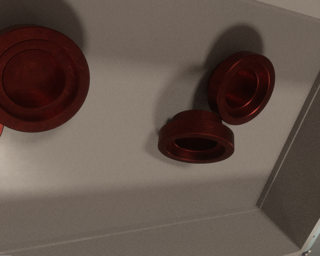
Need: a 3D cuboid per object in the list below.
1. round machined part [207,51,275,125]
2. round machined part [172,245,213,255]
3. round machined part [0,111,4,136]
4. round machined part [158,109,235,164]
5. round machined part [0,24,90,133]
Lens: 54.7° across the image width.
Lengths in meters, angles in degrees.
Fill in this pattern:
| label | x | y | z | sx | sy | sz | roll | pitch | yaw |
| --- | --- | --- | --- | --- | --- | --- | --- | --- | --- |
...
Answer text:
| label | x | y | z | sx | sy | sz | roll | pitch | yaw |
| --- | --- | --- | --- | --- | --- | --- | --- | --- | --- |
| round machined part | 0.104 | -0.056 | 0.419 | 0.099 | 0.042 | 0.097 | -15 | 122 | -25 |
| round machined part | 0.056 | 0.266 | 0.598 | 0.099 | 0.042 | 0.097 | -14 | 125 | -21 |
| round machined part | -0.197 | -0.004 | 0.283 | 0.099 | 0.042 | 0.097 | -17 | 126 | -24 |
| round machined part | 0.048 | 0.010 | 0.410 | 0.099 | 0.042 | 0.098 | 5 | 153 | 3 |
| round machined part | -0.121 | -0.048 | 0.294 | 0.099 | 0.042 | 0.097 | -18 | 121 | -32 |
